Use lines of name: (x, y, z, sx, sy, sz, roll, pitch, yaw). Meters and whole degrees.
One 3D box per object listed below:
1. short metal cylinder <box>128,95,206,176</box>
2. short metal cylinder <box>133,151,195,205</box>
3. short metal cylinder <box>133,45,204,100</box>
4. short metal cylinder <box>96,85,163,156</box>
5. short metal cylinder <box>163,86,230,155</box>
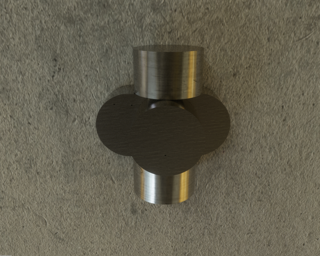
short metal cylinder: (0.007, 0.006, 0.346, 0.081, 0.050, 0.079, 0, 110, -1)
short metal cylinder: (0.006, 0.055, 0.403, 0.081, 0.080, 0.050, 0, 110, -1)
short metal cylinder: (0.010, -0.067, 0.358, 0.081, 0.080, 0.050, 0, 110, -1)
short metal cylinder: (-0.036, -0.011, 0.393, 0.081, 0.050, 0.079, 0, 110, -1)
short metal cylinder: (0.044, -0.011, 0.394, 0.081, 0.050, 0.079, 0, 110, -1)
